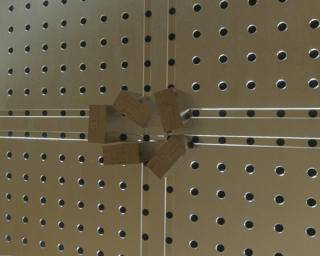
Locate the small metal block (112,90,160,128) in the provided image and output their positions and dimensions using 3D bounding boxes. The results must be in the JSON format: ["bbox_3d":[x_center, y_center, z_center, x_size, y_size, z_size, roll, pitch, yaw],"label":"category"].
[{"bbox_3d":[-0.026,-0.025,0.409,0.050,0.050,0.025,35,102,16],"label":"small metal block"}]

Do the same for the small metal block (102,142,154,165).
[{"bbox_3d":[-0.041,0.033,0.414,0.050,0.050,0.025,-5,88,20],"label":"small metal block"}]

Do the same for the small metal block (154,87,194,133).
[{"bbox_3d":[0.019,-0.021,0.392,0.025,0.050,0.050,-17,84,19],"label":"small metal block"}]

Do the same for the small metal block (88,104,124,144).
[{"bbox_3d":[-0.073,-0.006,0.426,0.025,0.050,0.050,4,92,20],"label":"small metal block"}]

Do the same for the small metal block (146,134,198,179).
[{"bbox_3d":[0.016,0.035,0.393,0.025,0.050,0.050,44,104,15],"label":"small metal block"}]
